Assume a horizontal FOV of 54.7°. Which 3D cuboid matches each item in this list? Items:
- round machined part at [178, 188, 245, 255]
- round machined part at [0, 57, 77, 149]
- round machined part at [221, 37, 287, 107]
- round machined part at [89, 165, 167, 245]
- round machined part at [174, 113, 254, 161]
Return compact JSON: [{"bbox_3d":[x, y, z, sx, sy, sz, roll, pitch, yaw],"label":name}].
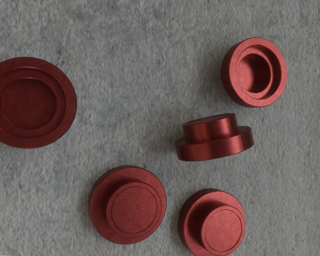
[{"bbox_3d":[0.078,0.136,0.431,0.099,0.042,0.097,0,90,-21],"label":"round machined part"},{"bbox_3d":[-0.146,-0.027,0.346,0.099,0.042,0.097,0,90,-21],"label":"round machined part"},{"bbox_3d":[0.131,-0.078,0.450,0.099,0.042,0.097,0,90,-21],"label":"round machined part"},{"bbox_3d":[-0.037,0.097,0.387,0.099,0.042,0.097,0,90,-21],"label":"round machined part"},{"bbox_3d":[0.066,0.008,0.396,0.099,0.098,0.042,-15,95,-20],"label":"round machined part"}]
